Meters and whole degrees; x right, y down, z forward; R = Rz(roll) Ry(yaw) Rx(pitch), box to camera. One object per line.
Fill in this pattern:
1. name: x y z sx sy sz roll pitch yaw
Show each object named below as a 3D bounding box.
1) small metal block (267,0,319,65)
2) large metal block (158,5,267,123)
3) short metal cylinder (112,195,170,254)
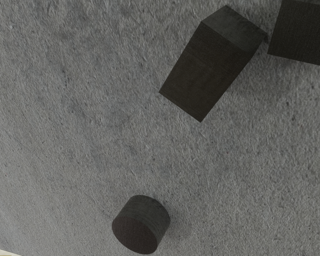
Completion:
1. small metal block: 0.131 -0.089 0.282 0.050 0.025 0.050 18 126 17
2. large metal block: 0.053 -0.064 0.303 0.050 0.080 0.079 37 129 3
3. short metal cylinder: -0.030 0.156 0.501 0.080 0.050 0.079 13 124 20
